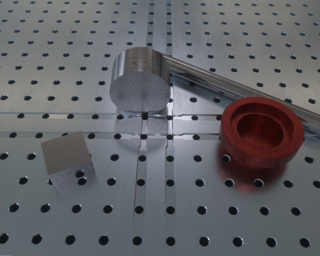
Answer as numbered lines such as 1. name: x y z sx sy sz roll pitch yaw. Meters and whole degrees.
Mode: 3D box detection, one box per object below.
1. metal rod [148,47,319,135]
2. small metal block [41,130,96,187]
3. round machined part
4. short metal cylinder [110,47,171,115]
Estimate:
1. metal rod: 0.101 -0.059 0.457 0.301 0.025 0.025 26 55 20
2. small metal block: -0.112 0.036 0.376 0.050 0.025 0.050 -18 53 -15
3. round machined part: 0.124 0.009 0.390 0.099 0.042 0.098 0 50 0
4. short metal cylinder: -0.026 -0.063 0.425 0.081 0.080 0.050 -1 50 -1
